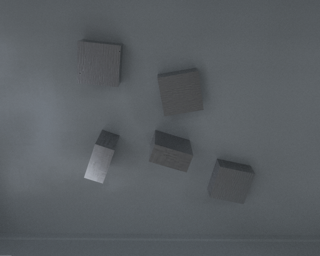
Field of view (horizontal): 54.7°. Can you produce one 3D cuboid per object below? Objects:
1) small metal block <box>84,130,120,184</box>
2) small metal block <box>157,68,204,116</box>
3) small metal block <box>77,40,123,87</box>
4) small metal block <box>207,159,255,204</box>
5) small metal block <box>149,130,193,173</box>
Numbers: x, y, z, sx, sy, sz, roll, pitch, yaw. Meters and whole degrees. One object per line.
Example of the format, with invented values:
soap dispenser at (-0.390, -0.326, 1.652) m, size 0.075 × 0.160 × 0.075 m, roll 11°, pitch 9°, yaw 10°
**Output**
small metal block at (-0.076, 0.037, 0.411) m, size 0.025 × 0.050 × 0.050 m, roll 19°, pitch 109°, yaw -7°
small metal block at (0.026, -0.046, 0.394) m, size 0.050 × 0.025 × 0.050 m, roll -9°, pitch 110°, yaw 3°
small metal block at (-0.073, -0.080, 0.381) m, size 0.050 × 0.025 × 0.050 m, roll 5°, pitch 110°, yaw -2°
small metal block at (0.100, 0.076, 0.440) m, size 0.050 × 0.025 × 0.050 m, roll 12°, pitch 110°, yaw -5°
small metal block at (0.014, 0.029, 0.409) m, size 0.050 × 0.050 × 0.025 m, roll 17°, pitch 109°, yaw -6°
